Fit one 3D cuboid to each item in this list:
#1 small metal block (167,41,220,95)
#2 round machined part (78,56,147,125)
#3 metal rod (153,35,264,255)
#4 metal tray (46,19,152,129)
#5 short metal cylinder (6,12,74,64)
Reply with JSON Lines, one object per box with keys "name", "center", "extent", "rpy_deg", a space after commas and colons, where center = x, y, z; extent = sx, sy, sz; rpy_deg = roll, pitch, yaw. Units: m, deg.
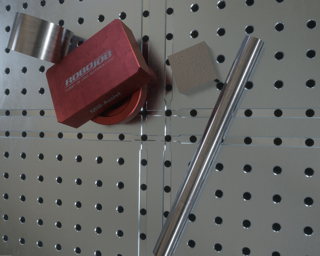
{"name": "small metal block", "center": [0.044, -0.076, 0.397], "extent": [0.050, 0.025, 0.050], "rpy_deg": [-19, 84, 18]}
{"name": "round machined part", "center": [-0.063, -0.052, 0.425], "extent": [0.098, 0.042, 0.097], "rpy_deg": [0, 90, 19]}
{"name": "metal rod", "center": [0.058, 0.031, 0.391], "extent": [0.025, 0.025, 0.298], "rpy_deg": [24, 98, 18]}
{"name": "metal tray", "center": [-0.084, -0.069, 0.405], "extent": [0.130, 0.030, 0.090], "rpy_deg": [-30, 64, 17]}
{"name": "short metal cylinder", "center": [-0.169, -0.125, 0.441], "extent": [0.080, 0.080, 0.050], "rpy_deg": [20, 97, 18]}
